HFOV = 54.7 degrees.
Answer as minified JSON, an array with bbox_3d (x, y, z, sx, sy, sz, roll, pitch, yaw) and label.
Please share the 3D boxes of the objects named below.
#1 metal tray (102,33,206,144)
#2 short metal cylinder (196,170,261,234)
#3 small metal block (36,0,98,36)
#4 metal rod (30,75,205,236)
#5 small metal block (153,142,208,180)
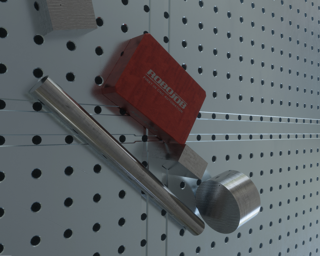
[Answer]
[{"bbox_3d":[-0.001,-0.046,0.407,0.130,0.030,0.090,39,66,-33],"label":"metal tray"},{"bbox_3d":[0.100,0.108,0.460,0.050,0.080,0.079,-15,100,-39],"label":"short metal cylinder"},{"bbox_3d":[-0.099,-0.127,0.327,0.050,0.025,0.050,-18,102,-39],"label":"small metal block"},{"bbox_3d":[-0.032,0.052,0.383,0.300,0.025,0.025,47,62,-30],"label":"metal rod"},{"bbox_3d":[0.028,0.044,0.418,0.050,0.050,0.025,41,65,-33],"label":"small metal block"}]
